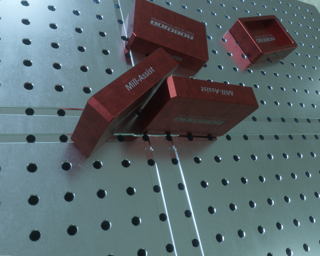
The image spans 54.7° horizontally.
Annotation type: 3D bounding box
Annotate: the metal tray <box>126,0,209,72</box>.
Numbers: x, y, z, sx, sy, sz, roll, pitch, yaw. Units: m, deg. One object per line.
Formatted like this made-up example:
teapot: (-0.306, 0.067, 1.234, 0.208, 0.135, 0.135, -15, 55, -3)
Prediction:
metal tray: (0.014, -0.152, 0.507, 0.131, 0.030, 0.090, 14, 56, -21)

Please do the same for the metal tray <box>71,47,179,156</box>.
metal tray: (-0.040, -0.033, 0.365, 0.030, 0.090, 0.131, 44, 51, 1)

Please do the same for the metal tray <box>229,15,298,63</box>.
metal tray: (0.214, -0.185, 0.636, 0.131, 0.030, 0.090, -19, 72, -35)

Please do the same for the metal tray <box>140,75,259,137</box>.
metal tray: (0.051, -0.024, 0.409, 0.131, 0.090, 0.030, 3, 61, -27)
